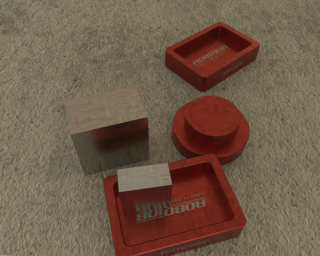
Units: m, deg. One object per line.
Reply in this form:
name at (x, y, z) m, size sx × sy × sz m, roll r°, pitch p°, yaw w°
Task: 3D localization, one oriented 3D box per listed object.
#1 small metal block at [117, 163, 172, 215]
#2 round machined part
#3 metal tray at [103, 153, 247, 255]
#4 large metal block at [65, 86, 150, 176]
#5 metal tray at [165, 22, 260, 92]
small metal block at (-0.015, 0.063, 0.317) m, size 0.050 × 0.050 × 0.025 m, roll -7°, pitch 51°, yaw -6°
round machined part at (0.065, -0.004, 0.396) m, size 0.099 × 0.042 × 0.098 m, roll 0°, pitch 50°, yaw 0°
metal tray at (0.012, 0.083, 0.330) m, size 0.131 × 0.030 × 0.090 m, roll -11°, pitch 51°, yaw -10°
large metal block at (-0.059, 0.005, 0.363) m, size 0.081 × 0.080 × 0.050 m, roll -14°, pitch 52°, yaw -12°
metal tray at (0.084, -0.119, 0.501) m, size 0.131 × 0.030 × 0.090 m, roll -33°, pitch 58°, yaw -25°
